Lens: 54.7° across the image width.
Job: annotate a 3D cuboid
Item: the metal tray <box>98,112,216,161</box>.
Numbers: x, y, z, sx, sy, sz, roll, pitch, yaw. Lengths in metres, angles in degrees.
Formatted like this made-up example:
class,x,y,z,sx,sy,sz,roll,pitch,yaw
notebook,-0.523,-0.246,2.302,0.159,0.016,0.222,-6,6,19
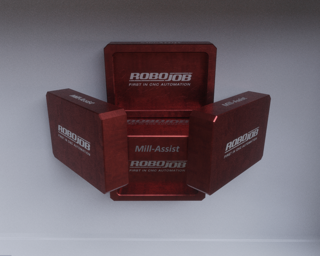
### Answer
class,x,y,z,sx,sy,sz,roll,pitch,yaw
metal tray,-0.004,0.007,0.377,0.131,0.090,0.030,0,110,-1

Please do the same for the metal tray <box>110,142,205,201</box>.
class,x,y,z,sx,sy,sz,roll,pitch,yaw
metal tray,-0.003,0.054,0.425,0.131,0.030,0.089,0,110,-1

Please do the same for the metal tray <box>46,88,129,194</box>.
class,x,y,z,sx,sy,sz,roll,pitch,yaw
metal tray,-0.088,0.010,0.363,0.030,0.130,0.089,-17,116,-39

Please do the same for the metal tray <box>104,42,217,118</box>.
class,x,y,z,sx,sy,sz,roll,pitch,yaw
metal tray,0.001,-0.060,0.384,0.131,0.030,0.089,0,111,-1

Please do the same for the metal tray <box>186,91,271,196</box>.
class,x,y,z,sx,sy,sz,roll,pitch,yaw
metal tray,0.084,0.012,0.365,0.030,0.131,0.089,18,116,39
